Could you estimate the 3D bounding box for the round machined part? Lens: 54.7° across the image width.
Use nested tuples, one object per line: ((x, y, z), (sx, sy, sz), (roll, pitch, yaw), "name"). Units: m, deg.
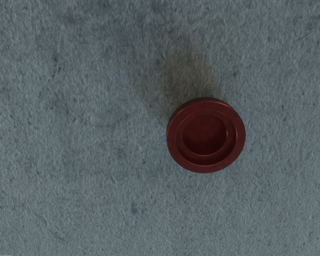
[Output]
((0.057, 0.006, 0.404), (0.099, 0.042, 0.097), (0, 110, -1), "round machined part")
